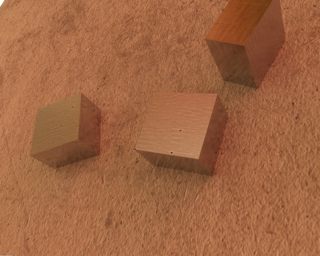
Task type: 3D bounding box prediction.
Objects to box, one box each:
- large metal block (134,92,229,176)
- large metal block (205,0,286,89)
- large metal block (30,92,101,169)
[{"bbox_3d":[0.028,0.005,0.370,0.080,0.050,0.080,6,65,31],"label":"large metal block"},{"bbox_3d":[0.108,-0.108,0.378,0.050,0.080,0.080,23,74,36],"label":"large metal block"},{"bbox_3d":[-0.136,0.005,0.456,0.080,0.050,0.080,-18,55,17],"label":"large metal block"}]
